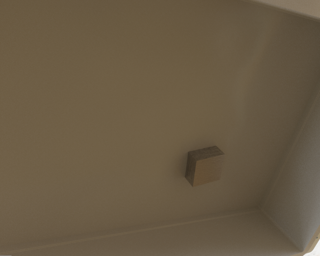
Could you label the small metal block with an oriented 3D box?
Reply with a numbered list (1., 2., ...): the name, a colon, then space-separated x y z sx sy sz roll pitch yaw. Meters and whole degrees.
1. small metal block: 0.069 0.059 0.482 0.050 0.025 0.050 -10 123 -23
